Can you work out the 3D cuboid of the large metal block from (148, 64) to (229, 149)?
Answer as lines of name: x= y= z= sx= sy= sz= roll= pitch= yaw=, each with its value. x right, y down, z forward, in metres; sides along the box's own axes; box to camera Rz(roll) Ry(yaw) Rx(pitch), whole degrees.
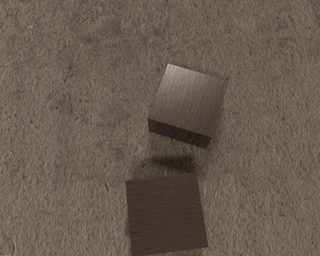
large metal block: x=0.036 y=-0.027 z=0.405 sx=0.080 sy=0.050 sz=0.080 roll=17 pitch=71 yaw=6

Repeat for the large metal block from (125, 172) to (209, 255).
large metal block: x=0.006 y=0.100 z=0.358 sx=0.081 sy=0.050 sz=0.080 roll=-6 pitch=70 yaw=-3
